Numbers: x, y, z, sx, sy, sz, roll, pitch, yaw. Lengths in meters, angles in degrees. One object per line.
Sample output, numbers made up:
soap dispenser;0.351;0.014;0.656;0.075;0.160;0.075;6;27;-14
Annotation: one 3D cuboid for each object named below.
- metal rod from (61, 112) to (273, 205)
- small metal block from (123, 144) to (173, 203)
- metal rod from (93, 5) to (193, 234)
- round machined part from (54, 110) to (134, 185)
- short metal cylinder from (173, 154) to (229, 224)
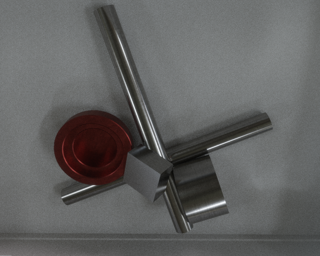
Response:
metal rod;0.004;0.045;0.426;0.301;0.025;0.025;-21;109;7
small metal block;-0.016;0.056;0.386;0.050;0.025;0.050;31;129;23
metal rod;-0.016;-0.001;0.390;0.025;0.025;0.298;-18;102;6
round machined part;-0.084;0.023;0.408;0.099;0.042;0.097;0;110;-1
short metal cylinder;0.054;0.081;0.411;0.050;0.080;0.080;-19;109;6
